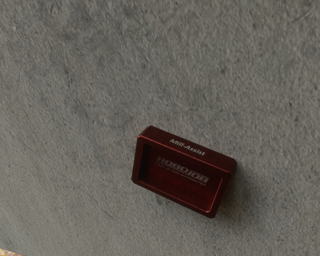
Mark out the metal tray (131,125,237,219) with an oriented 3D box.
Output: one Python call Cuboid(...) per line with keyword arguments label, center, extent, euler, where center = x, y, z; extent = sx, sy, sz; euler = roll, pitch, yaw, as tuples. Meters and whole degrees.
Cuboid(label="metal tray", center=(0.028, 0.060, 0.426), extent=(0.130, 0.030, 0.089), euler=(22, 127, 15))
